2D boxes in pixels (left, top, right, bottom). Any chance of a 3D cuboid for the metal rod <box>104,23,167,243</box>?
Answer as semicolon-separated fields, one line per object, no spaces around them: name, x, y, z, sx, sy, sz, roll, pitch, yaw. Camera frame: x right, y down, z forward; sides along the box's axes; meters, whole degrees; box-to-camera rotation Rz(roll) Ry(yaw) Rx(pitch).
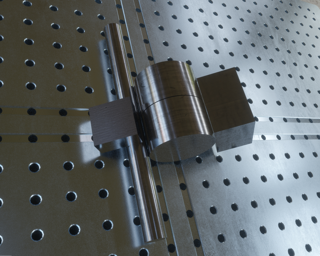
metal rod;-0.037;-0.013;0.390;0.025;0.025;0.299;0;62;-28

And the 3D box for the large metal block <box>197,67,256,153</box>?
large metal block;0.089;-0.022;0.420;0.050;0.080;0.080;-16;65;6

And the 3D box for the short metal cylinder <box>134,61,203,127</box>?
short metal cylinder;0.011;-0.042;0.399;0.081;0.080;0.050;0;62;-28

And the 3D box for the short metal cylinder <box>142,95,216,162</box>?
short metal cylinder;0.022;0.003;0.377;0.081;0.080;0.050;0;62;-28

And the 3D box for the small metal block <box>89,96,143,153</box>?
small metal block;-0.052;-0.004;0.363;0.050;0.025;0.050;-16;64;3
